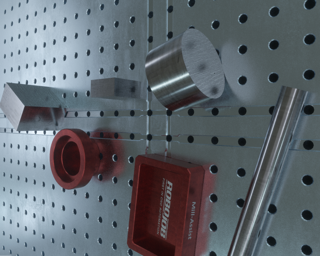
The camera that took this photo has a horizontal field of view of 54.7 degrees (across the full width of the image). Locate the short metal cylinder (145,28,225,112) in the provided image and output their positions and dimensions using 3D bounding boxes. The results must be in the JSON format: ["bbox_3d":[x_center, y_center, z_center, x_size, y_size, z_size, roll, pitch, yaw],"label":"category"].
[{"bbox_3d":[0.030,-0.064,0.349,0.050,0.081,0.080,-19,78,38],"label":"short metal cylinder"}]

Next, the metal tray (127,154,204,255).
[{"bbox_3d":[0.004,0.105,0.402,0.090,0.030,0.129,10,97,39],"label":"metal tray"}]

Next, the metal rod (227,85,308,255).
[{"bbox_3d":[0.096,0.104,0.330,0.025,0.025,0.298,23,104,37],"label":"metal rod"}]

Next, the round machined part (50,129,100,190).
[{"bbox_3d":[-0.137,0.050,0.511,0.098,0.042,0.097,0,90,40],"label":"round machined part"}]

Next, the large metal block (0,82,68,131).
[{"bbox_3d":[-0.230,-0.038,0.564,0.080,0.081,0.050,41,115,32],"label":"large metal block"}]

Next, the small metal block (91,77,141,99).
[{"bbox_3d":[-0.064,-0.056,0.446,0.050,0.050,0.025,2,92,40],"label":"small metal block"}]
